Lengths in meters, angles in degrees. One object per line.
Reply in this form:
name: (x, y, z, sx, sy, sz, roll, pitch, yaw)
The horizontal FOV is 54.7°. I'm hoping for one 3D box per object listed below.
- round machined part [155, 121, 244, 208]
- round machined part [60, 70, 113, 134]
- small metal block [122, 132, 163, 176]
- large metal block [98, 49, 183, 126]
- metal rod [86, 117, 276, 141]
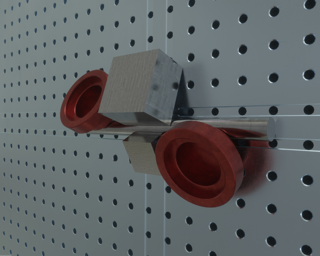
round machined part: (0.047, 0.036, 0.344, 0.098, 0.042, 0.097, 20, 127, 30)
round machined part: (-0.100, -0.035, 0.464, 0.098, 0.042, 0.098, -20, 52, 29)
small metal block: (-0.016, 0.033, 0.410, 0.050, 0.025, 0.050, 1, 120, 40)
large metal block: (-0.025, -0.049, 0.399, 0.080, 0.050, 0.080, 1, 73, 40)
metal rod: (-0.002, -0.001, 0.412, 0.300, 0.025, 0.025, 1, 91, 40)
